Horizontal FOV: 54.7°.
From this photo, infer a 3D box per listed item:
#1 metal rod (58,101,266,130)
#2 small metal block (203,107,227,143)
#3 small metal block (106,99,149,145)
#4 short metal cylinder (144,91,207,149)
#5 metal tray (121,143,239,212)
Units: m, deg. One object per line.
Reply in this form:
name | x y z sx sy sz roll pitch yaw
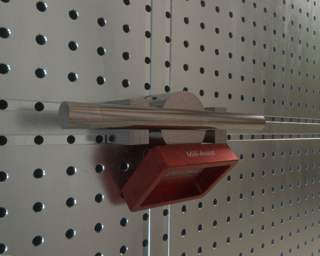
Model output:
metal rod | 0.031 -0.010 0.370 0.302 0.025 0.025 1 90 -40
small metal block | 0.069 -0.004 0.451 0.025 0.050 0.050 -1 91 -40
small metal block | -0.038 -0.007 0.361 0.025 0.050 0.050 -1 91 -40
short metal cylinder | 0.015 -0.007 0.405 0.081 0.050 0.080 0 90 -40
metal tray | 0.027 0.061 0.393 0.131 0.089 0.030 1 47 -40
